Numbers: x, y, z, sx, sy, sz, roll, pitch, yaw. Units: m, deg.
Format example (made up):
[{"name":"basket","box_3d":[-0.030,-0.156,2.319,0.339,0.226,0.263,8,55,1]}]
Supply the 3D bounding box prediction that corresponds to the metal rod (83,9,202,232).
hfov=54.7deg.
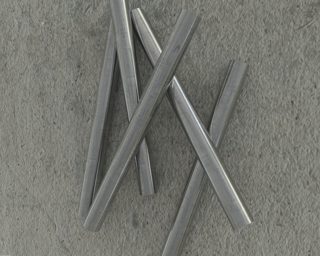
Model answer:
[{"name":"metal rod","box_3d":[-0.028,0.002,0.382,0.025,0.025,0.298,31,105,17]}]

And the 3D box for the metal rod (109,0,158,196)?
[{"name":"metal rod","box_3d":[-0.038,-0.061,0.407,0.025,0.025,0.298,-8,93,20]}]

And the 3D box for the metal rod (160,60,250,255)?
[{"name":"metal rod","box_3d":[0.049,0.062,0.391,0.025,0.025,0.298,21,97,19]}]

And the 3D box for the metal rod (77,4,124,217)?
[{"name":"metal rod","box_3d":[-0.080,-0.022,0.437,0.025,0.025,0.298,11,94,19]}]

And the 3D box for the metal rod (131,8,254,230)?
[{"name":"metal rod","box_3d":[0.029,-0.024,0.378,0.025,0.025,0.299,-31,73,17]}]
